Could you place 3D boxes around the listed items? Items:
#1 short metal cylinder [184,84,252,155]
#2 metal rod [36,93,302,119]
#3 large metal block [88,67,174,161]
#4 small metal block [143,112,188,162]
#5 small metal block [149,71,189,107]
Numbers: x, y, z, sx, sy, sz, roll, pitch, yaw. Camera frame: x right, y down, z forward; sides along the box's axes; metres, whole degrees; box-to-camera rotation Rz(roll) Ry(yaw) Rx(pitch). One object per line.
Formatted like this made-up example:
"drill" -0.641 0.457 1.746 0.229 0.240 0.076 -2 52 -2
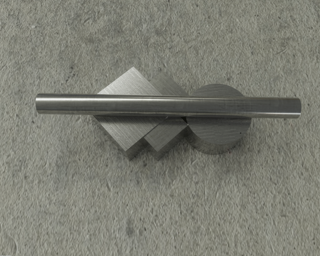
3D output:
"short metal cylinder" 0.071 -0.010 0.400 0.081 0.050 0.080 0 70 0
"metal rod" 0.010 -0.026 0.364 0.302 0.025 0.025 1 70 0
"large metal block" -0.037 -0.018 0.401 0.080 0.050 0.080 -40 75 -13
"small metal block" 0.007 0.012 0.393 0.050 0.050 0.025 -40 75 -13
"small metal block" 0.012 -0.040 0.411 0.025 0.050 0.050 -41 76 -13
